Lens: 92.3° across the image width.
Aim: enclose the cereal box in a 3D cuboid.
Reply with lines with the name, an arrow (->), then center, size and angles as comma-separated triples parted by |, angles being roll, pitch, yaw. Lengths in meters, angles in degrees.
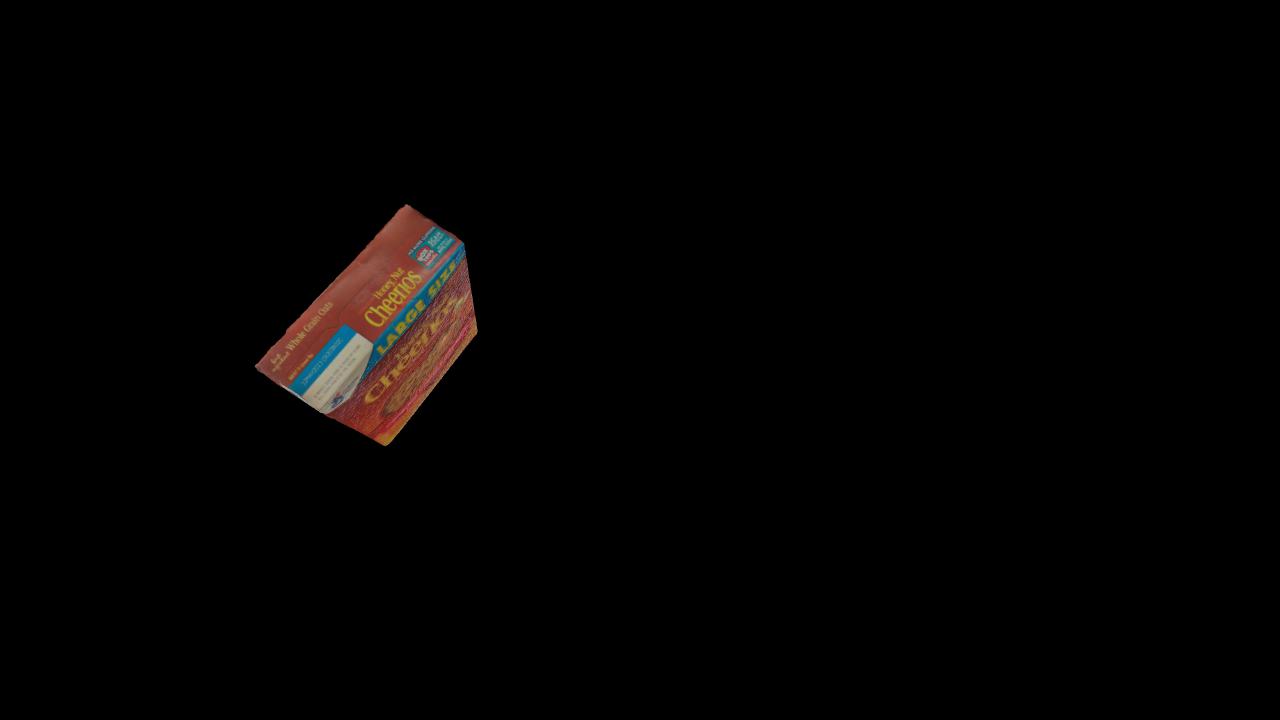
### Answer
cereal box -> -0.277, -0.017, 0.693 | 0.081, 0.203, 0.306 | 35, -19, -3
